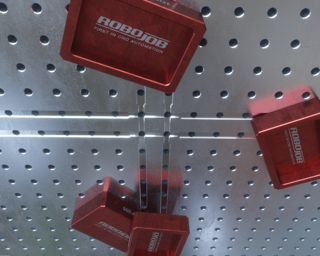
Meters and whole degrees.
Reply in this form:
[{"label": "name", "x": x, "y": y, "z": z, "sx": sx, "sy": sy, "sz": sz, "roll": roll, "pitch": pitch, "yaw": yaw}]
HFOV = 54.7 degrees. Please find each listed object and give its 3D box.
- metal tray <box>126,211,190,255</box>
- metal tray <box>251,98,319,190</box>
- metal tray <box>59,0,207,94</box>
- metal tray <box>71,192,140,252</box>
[{"label": "metal tray", "x": -0.008, "y": 0.198, "z": 0.536, "sx": 0.091, "sy": 0.030, "sz": 0.129, "roll": 7, "pitch": 130, "yaw": -7}, {"label": "metal tray", "x": 0.190, "y": 0.028, "z": 0.434, "sx": 0.090, "sy": 0.030, "sz": 0.130, "roll": -20, "pitch": 128, "yaw": 15}, {"label": "metal tray", "x": -0.029, "y": -0.096, "z": 0.325, "sx": 0.131, "sy": 0.030, "sz": 0.089, "roll": 16, "pitch": 128, "yaw": -14}, {"label": "metal tray", "x": -0.078, "y": 0.172, "z": 0.554, "sx": 0.090, "sy": 0.030, "sz": 0.130, "roll": -37, "pitch": 122, "yaw": 26}]
